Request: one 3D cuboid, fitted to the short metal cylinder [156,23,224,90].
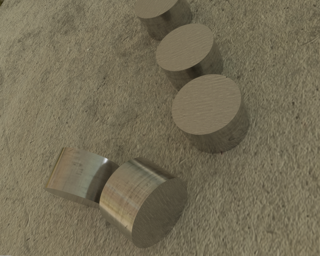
[{"bbox_3d":[0.042,-0.095,0.424,0.080,0.050,0.080,-13,56,21],"label":"short metal cylinder"}]

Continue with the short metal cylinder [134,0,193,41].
[{"bbox_3d":[0.006,-0.189,0.500,0.080,0.050,0.080,-13,56,21],"label":"short metal cylinder"}]

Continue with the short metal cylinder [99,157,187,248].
[{"bbox_3d":[-0.016,0.078,0.329,0.050,0.080,0.080,27,76,37],"label":"short metal cylinder"}]

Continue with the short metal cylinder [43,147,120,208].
[{"bbox_3d":[-0.093,0.063,0.379,0.080,0.080,0.050,3,64,30],"label":"short metal cylinder"}]

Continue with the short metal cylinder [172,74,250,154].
[{"bbox_3d":[0.061,-0.016,0.366,0.080,0.050,0.080,-13,56,21],"label":"short metal cylinder"}]
